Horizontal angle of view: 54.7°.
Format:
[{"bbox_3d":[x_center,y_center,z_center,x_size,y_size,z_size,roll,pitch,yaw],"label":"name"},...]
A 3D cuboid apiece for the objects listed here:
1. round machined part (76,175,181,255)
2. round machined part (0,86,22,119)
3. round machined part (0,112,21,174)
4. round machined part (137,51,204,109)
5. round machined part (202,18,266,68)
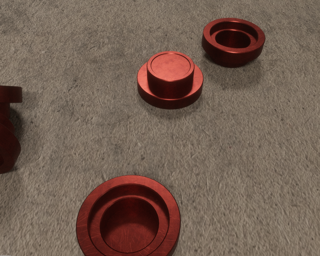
[{"bbox_3d":[-0.030,0.100,0.308,0.099,0.042,0.098,0,50,0],"label":"round machined part"},{"bbox_3d":[-0.229,-0.032,0.394,0.099,0.042,0.098,1,5,0],"label":"round machined part"},{"bbox_3d":[-0.205,0.009,0.346,0.099,0.097,0.042,5,51,4],"label":"round machined part"},{"bbox_3d":[0.015,-0.077,0.457,0.099,0.042,0.098,0,50,0],"label":"round machined part"},{"bbox_3d":[0.118,-0.136,0.508,0.099,0.042,0.098,0,50,0],"label":"round machined part"}]
